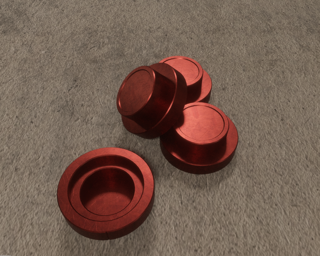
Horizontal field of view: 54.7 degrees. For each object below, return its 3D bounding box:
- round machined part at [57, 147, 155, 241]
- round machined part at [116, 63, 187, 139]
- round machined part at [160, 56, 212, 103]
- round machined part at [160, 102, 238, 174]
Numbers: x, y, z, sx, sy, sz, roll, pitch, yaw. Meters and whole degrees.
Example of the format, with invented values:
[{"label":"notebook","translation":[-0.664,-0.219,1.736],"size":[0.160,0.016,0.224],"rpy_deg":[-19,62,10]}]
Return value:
[{"label":"round machined part","translation":[-0.055,0.072,0.331],"size":[0.099,0.042,0.098],"rpy_deg":[0,50,0]},{"label":"round machined part","translation":[-0.017,-0.039,0.389],"size":[0.098,0.042,0.098],"rpy_deg":[-23,55,37]},{"label":"round machined part","translation":[0.027,-0.068,0.449],"size":[0.099,0.042,0.098],"rpy_deg":[0,50,0]},{"label":"round machined part","translation":[0.049,0.006,0.388],"size":[0.099,0.042,0.098],"rpy_deg":[0,50,0]}]
